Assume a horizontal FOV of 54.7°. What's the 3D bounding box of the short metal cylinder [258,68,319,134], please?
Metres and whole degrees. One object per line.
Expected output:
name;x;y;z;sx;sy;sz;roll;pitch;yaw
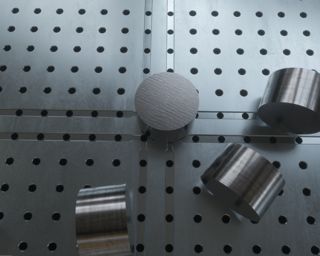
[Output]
short metal cylinder;0.172;-0.033;0.395;0.080;0.080;0.050;21;72;7

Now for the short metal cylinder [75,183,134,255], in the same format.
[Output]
short metal cylinder;-0.058;0.105;0.344;0.050;0.080;0.080;-7;70;-2

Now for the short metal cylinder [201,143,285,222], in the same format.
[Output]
short metal cylinder;0.095;0.062;0.360;0.080;0.080;0.050;38;75;12

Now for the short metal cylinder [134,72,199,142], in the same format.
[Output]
short metal cylinder;0.009;-0.026;0.408;0.081;0.050;0.080;0;70;0
